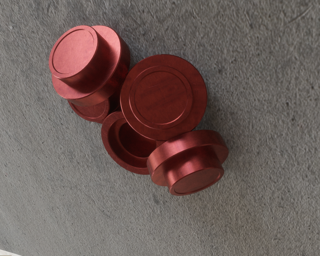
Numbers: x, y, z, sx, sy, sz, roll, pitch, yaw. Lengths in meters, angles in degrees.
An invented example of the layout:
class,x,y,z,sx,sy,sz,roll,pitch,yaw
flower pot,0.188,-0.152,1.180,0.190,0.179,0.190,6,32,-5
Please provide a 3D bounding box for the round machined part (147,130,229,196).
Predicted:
class,x,y,z,sx,sy,sz,roll,pitch,yaw
round machined part,0.037,0.047,0.370,0.097,0.099,0.042,-50,48,39

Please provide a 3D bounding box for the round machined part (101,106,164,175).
class,x,y,z,sx,sy,sz,roll,pitch,yaw
round machined part,-0.026,0.011,0.416,0.098,0.042,0.097,13,124,20

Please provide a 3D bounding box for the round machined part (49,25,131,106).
class,x,y,z,sx,sy,sz,roll,pitch,yaw
round machined part,-0.087,-0.078,0.356,0.098,0.098,0.042,1,160,27

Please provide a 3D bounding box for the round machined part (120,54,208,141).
class,x,y,z,sx,sy,sz,roll,pitch,yaw
round machined part,0.003,-0.034,0.345,0.099,0.042,0.097,1,95,7

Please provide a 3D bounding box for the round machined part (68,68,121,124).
class,x,y,z,sx,sy,sz,roll,pitch,yaw
round machined part,-0.086,-0.047,0.413,0.098,0.042,0.097,13,124,20
